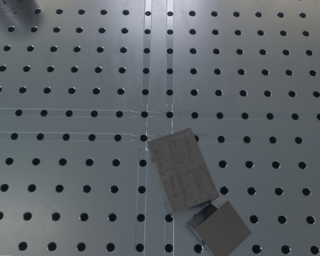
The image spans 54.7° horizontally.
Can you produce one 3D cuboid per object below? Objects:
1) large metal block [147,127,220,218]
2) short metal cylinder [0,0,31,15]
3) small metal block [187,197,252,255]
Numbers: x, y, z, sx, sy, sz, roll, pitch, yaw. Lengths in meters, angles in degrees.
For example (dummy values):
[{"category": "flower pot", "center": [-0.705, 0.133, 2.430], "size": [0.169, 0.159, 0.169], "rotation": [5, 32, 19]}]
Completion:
[{"category": "large metal block", "center": [0.024, 0.056, 0.362], "size": [0.050, 0.080, 0.080], "rotation": [-18, 71, -7]}, {"category": "short metal cylinder", "center": [-0.247, -0.224, 0.478], "size": [0.081, 0.050, 0.080], "rotation": [0, 70, 0]}, {"category": "small metal block", "center": [0.069, 0.117, 0.360], "size": [0.050, 0.025, 0.050], "rotation": [-38, 98, -13]}]
